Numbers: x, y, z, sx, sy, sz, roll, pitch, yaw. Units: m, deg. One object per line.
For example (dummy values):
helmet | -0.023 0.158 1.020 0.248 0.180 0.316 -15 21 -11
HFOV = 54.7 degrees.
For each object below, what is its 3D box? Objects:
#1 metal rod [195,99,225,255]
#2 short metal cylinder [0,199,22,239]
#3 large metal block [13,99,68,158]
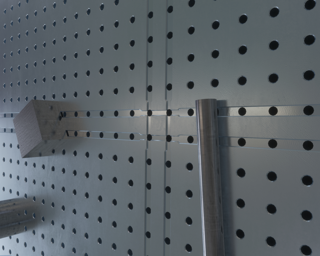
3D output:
metal rod | 0.061 0.116 0.358 0.025 0.025 0.298 -5 87 40
short metal cylinder | -0.346 0.200 0.678 0.080 0.050 0.079 0 90 40
large metal block | -0.225 0.002 0.578 0.080 0.050 0.080 -33 70 35
